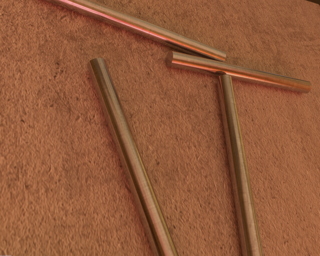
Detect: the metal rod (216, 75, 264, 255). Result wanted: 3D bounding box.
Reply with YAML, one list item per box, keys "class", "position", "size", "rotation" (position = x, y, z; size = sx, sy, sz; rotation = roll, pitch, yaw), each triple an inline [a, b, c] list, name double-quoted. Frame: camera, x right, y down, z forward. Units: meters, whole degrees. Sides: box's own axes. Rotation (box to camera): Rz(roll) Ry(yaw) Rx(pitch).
- class: "metal rod"
  position: [0.109, 0.049, 0.431]
  size: [0.025, 0.025, 0.299]
  rotation: [12, 57, -22]

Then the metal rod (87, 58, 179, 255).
- class: "metal rod"
  position: [-0.030, 0.045, 0.359]
  size: [0.025, 0.025, 0.299]
  rotation: [-10, 67, -32]

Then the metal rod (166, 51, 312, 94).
- class: "metal rod"
  position: [0.150, -0.093, 0.540]
  size: [0.302, 0.025, 0.025]
  rotation: [6, 59, -25]

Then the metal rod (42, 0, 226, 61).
- class: "metal rod"
  position: [-0.030, -0.157, 0.482]
  size: [0.302, 0.025, 0.025]
  rotation: [15, 56, -20]
